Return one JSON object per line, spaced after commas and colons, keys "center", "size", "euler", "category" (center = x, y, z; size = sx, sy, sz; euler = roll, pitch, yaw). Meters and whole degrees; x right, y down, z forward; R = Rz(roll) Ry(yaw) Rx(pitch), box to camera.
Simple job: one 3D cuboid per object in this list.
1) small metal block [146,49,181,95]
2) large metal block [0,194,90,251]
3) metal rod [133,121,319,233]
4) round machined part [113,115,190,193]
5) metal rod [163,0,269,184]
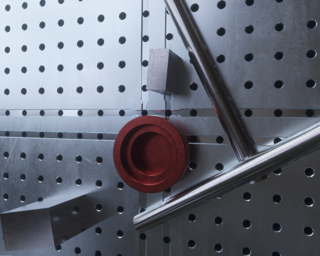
{"center": [0.005, -0.071, 0.397], "size": [0.025, 0.050, 0.050], "euler": [6, 92, 20], "category": "small metal block"}
{"center": [-0.159, 0.132, 0.438], "size": [0.080, 0.080, 0.050], "euler": [-11, 86, 19], "category": "large metal block"}
{"center": [0.086, 0.057, 0.357], "size": [0.299, 0.025, 0.025], "euler": [-33, 80, 26], "category": "metal rod"}
{"center": [-0.008, 0.033, 0.406], "size": [0.098, 0.042, 0.097], "euler": [0, 90, 19], "category": "round machined part"}
{"center": [0.059, -0.073, 0.391], "size": [0.025, 0.025, 0.299], "euler": [-26, 82, 18], "category": "metal rod"}
